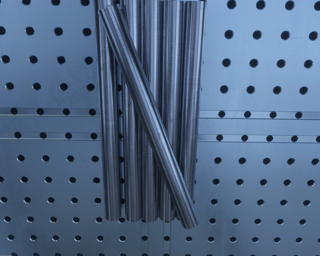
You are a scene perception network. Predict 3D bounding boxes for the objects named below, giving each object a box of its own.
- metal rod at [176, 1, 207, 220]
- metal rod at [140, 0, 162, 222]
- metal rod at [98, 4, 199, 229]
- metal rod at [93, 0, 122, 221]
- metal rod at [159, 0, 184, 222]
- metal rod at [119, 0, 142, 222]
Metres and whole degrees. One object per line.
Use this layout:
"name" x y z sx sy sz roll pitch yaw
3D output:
"metal rod" 0.039 -0.007 0.411 0.025 0.025 0.298 1 110 -1
"metal rod" -0.013 -0.008 0.409 0.025 0.025 0.298 1 110 0
"metal rod" -0.007 0.001 0.387 0.025 0.025 0.299 -18 109 6
"metal rod" -0.067 -0.010 0.408 0.025 0.025 0.298 1 110 0
"metal rod" 0.013 -0.008 0.411 0.025 0.025 0.298 1 110 0
"metal rod" -0.037 -0.008 0.409 0.025 0.025 0.298 1 110 0
